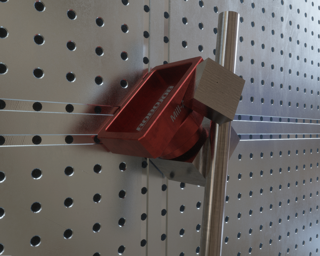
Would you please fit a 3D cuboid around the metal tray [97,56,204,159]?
[{"bbox_3d":[-0.005,-0.026,0.364,0.030,0.090,0.130,51,60,-28],"label":"metal tray"}]

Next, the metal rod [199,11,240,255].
[{"bbox_3d":[0.070,0.011,0.366,0.025,0.025,0.298,9,84,-40],"label":"metal rod"}]

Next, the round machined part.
[{"bbox_3d":[0.012,-0.001,0.379,0.042,0.098,0.098,50,60,-29],"label":"round machined part"}]

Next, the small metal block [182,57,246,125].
[{"bbox_3d":[0.058,-0.039,0.332,0.050,0.025,0.050,27,70,-17],"label":"small metal block"}]

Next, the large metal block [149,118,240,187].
[{"bbox_3d":[0.045,0.027,0.410,0.050,0.080,0.080,51,60,-29],"label":"large metal block"}]
